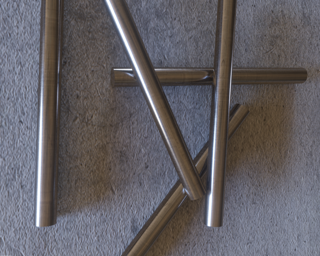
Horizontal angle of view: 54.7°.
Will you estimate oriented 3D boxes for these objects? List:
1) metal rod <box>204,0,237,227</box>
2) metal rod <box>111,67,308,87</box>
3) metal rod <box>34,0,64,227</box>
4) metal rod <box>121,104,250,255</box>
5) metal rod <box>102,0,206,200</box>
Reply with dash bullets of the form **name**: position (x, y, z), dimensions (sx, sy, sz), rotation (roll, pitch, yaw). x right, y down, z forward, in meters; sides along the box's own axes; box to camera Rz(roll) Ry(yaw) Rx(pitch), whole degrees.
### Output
- **metal rod**: position (0.080, -0.023, 0.410), dimensions (0.025, 0.025, 0.298), rotation (4, 89, -20)
- **metal rod**: position (0.083, -0.073, 0.439), dimensions (0.303, 0.025, 0.025), rotation (-4, 92, -20)
- **metal rod**: position (-0.129, -0.038, 0.361), dimensions (0.025, 0.025, 0.298), rotation (2, 89, -20)
- **metal rod**: position (0.028, 0.086, 0.419), dimensions (0.025, 0.025, 0.300), rotation (43, 77, -15)
- **metal rod**: position (-0.011, -0.049, 0.377), dimensions (0.025, 0.025, 0.299), rotation (-26, 99, -18)
